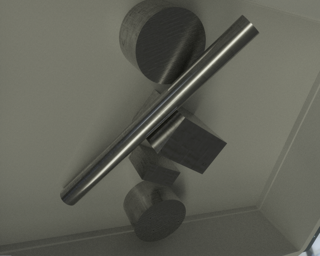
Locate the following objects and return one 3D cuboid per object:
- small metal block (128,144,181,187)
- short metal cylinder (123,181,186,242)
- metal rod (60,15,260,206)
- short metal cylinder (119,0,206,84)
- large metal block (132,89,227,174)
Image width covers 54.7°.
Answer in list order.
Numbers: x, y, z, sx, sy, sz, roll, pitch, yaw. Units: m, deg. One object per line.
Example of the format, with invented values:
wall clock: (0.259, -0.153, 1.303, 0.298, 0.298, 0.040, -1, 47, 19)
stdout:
small metal block: (-0.008, 0.050, 0.421, 0.050, 0.050, 0.025, 22, 106, -37)
short metal cylinder: (-0.009, 0.123, 0.466, 0.081, 0.050, 0.079, -14, 125, -21)
metal rod: (-0.015, -0.006, 0.351, 0.299, 0.025, 0.025, -43, 131, 20)
short metal cylinder: (0.002, -0.094, 0.337, 0.081, 0.050, 0.079, -14, 124, -21)
large metal block: (0.023, 0.004, 0.390, 0.080, 0.080, 0.050, 28, 103, -38)
